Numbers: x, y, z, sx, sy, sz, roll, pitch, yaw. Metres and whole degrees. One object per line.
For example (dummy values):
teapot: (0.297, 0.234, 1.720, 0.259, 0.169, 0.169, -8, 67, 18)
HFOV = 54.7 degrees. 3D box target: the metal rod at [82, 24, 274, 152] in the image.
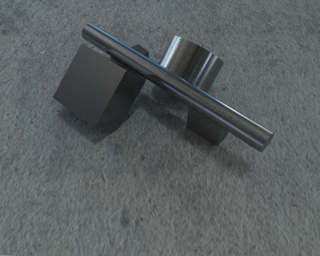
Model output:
metal rod: (0.004, -0.063, 0.393, 0.300, 0.025, 0.025, 36, 58, 26)

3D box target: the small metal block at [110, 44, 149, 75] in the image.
small metal block: (-0.044, -0.090, 0.464, 0.050, 0.050, 0.025, -32, 57, -24)

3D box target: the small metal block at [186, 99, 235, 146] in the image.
small metal block: (0.063, -0.012, 0.396, 0.050, 0.050, 0.025, 33, 58, 24)

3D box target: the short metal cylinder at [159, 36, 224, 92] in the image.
short metal cylinder: (0.042, -0.086, 0.434, 0.080, 0.080, 0.050, 32, 98, 23)

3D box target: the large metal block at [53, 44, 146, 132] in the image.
large metal block: (-0.080, -0.051, 0.408, 0.080, 0.050, 0.080, 33, 98, 24)
